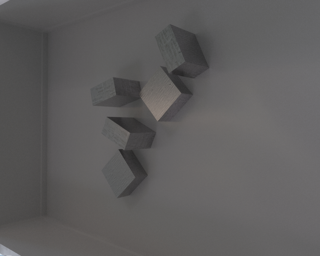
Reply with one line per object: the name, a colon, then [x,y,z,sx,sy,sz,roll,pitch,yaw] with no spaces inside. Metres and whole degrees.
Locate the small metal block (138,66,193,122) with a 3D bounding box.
small metal block: [0.006,-0.044,0.402,0.050,0.025,0.050,-49,61,28]

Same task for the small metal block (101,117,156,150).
small metal block: [-0.043,0.007,0.426,0.050,0.050,0.025,32,110,35]

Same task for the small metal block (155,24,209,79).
small metal block: [0.027,-0.090,0.369,0.025,0.050,0.050,-31,71,36]

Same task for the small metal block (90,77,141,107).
small metal block: [-0.062,-0.049,0.442,0.050,0.050,0.025,-18,79,38]

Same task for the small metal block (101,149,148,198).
small metal block: [-0.052,0.065,0.450,0.050,0.025,0.050,-50,61,28]
